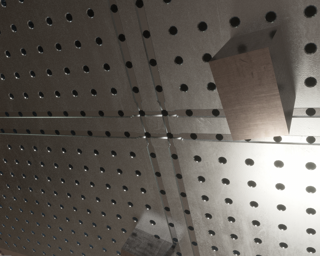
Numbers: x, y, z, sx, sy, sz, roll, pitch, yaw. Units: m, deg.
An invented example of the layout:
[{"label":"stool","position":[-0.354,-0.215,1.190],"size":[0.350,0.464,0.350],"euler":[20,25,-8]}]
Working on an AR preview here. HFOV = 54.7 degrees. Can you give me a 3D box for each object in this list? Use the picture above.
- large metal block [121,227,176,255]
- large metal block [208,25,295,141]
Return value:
[{"label":"large metal block","position":[-0.022,0.236,0.551],"size":[0.080,0.050,0.079],"euler":[18,125,17]},{"label":"large metal block","position":[0.093,-0.044,0.298],"size":[0.050,0.080,0.080],"euler":[-8,114,31]}]
